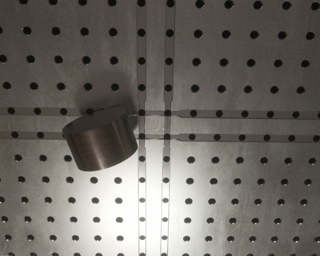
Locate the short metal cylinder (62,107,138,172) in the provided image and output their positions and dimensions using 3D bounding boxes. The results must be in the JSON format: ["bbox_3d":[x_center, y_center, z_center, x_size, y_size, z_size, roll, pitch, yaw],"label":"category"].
[{"bbox_3d":[-0.073,0.012,0.387,0.080,0.080,0.050,-15,110,5],"label":"short metal cylinder"}]
